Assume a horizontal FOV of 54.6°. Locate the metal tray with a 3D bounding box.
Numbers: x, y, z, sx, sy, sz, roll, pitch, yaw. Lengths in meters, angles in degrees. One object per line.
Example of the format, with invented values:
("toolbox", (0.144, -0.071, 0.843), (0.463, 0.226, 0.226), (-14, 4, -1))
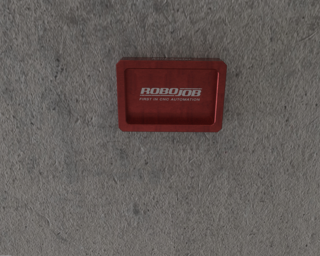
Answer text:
("metal tray", (0.013, -0.042, 0.391), (0.131, 0.030, 0.089), (0, 110, -1))
